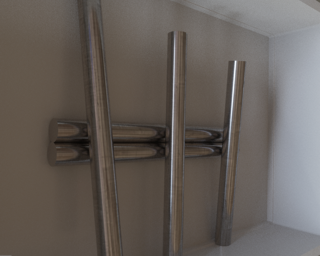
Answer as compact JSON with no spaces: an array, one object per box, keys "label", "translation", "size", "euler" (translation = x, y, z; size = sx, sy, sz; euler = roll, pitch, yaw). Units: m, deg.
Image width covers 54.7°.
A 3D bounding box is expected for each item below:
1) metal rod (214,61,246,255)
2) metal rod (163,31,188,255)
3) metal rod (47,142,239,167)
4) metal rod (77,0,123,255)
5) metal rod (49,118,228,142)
[{"label":"metal rod","translation":[0.104,0.052,0.466],"size":[0.025,0.025,0.298],"euler":[-5,102,-40]},{"label":"metal rod","translation":[0.019,0.030,0.391],"size":[0.025,0.025,0.298],"euler":[2,89,-40]},{"label":"metal rod","translation":[0.006,0.031,0.412],"size":[0.302,0.025,0.025],"euler":[2,89,-40]},{"label":"metal rod","translation":[-0.064,-0.013,0.322],"size":[0.025,0.025,0.298],"euler":[-1,83,-40]},{"label":"metal rod","translation":[0.007,0.007,0.413],"size":[0.302,0.025,0.025],"euler":[2,89,-40]}]
